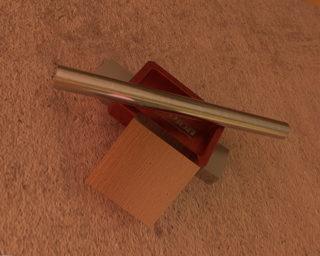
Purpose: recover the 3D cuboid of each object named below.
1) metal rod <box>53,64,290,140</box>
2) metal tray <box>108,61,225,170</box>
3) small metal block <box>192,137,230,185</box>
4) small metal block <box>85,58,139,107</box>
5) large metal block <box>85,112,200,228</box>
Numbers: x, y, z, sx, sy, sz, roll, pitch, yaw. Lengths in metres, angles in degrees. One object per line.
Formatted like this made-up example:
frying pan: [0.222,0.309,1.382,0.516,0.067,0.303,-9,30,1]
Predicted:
metal rod: [0.032,-0.024,0.368,0.302,0.025,0.025,12,57,-22]
metal tray: [0.013,-0.015,0.387,0.130,0.030,0.090,37,51,-3]
small metal block: [0.060,0.040,0.415,0.050,0.025,0.050,33,51,-7]
small metal block: [-0.062,-0.057,0.407,0.050,0.025,0.050,38,51,-3]
large metal block: [-0.016,0.041,0.326,0.080,0.080,0.050,37,9,-4]
